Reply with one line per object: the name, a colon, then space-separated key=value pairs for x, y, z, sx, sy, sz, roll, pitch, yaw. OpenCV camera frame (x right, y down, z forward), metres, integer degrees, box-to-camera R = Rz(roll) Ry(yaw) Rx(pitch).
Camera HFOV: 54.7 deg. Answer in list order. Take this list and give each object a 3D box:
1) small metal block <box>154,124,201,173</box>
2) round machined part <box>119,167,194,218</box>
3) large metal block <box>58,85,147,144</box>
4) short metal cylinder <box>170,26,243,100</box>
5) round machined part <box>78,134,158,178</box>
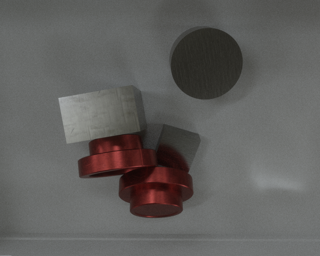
small metal block: x=0.022 y=0.028 z=0.422 sx=0.050 sy=0.025 sz=0.050 roll=16 pitch=109 yaw=-7
round machined part: x=-0.005 y=0.090 z=0.408 sx=0.099 sy=0.042 sz=0.098 roll=-1 pitch=150 yaw=-1
large metal block: x=-0.063 y=-0.016 z=0.369 sx=0.080 sy=0.080 sz=0.050 roll=-10 pitch=92 yaw=3
short metal cylinder: x=0.052 y=-0.079 z=0.370 sx=0.081 sy=0.050 sz=0.079 roll=0 pitch=110 yaw=-1
round machined part: x=-0.054 y=0.035 z=0.393 sx=0.099 sy=0.098 sz=0.042 roll=-9 pitch=78 yaw=3
